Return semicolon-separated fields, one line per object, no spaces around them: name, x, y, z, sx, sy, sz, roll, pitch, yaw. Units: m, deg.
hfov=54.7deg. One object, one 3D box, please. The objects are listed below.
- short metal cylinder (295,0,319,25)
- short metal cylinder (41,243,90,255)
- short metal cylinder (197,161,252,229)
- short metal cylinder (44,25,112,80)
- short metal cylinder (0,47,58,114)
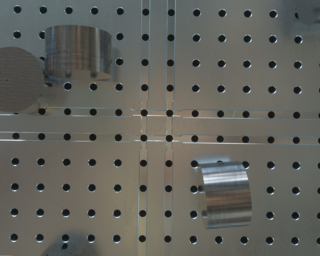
short metal cylinder;0.212;-0.173;0.387;0.050;0.080;0.080;-6;90;0
short metal cylinder;-0.130;0.198;0.400;0.081;0.050;0.079;0;90;0
short metal cylinder;0.077;0.083;0.386;0.050;0.080;0.080;-5;90;0
short metal cylinder;-0.101;-0.090;0.385;0.081;0.080;0.050;0;90;0
short metal cylinder;-0.180;-0.059;0.399;0.081;0.050;0.079;0;90;0
